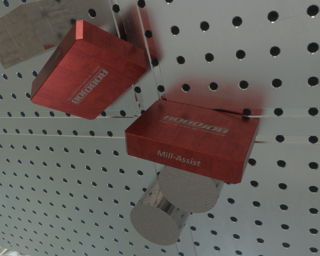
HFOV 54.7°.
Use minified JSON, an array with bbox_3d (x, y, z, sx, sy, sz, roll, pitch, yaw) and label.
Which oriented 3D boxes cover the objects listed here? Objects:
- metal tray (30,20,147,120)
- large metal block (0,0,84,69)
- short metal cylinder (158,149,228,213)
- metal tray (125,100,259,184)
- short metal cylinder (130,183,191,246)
[{"bbox_3d":[-0.090,-0.063,0.383,0.091,0.030,0.130,18,141,-37],"label":"metal tray"},{"bbox_3d":[-0.150,-0.119,0.381,0.080,0.080,0.050,-11,112,33],"label":"large metal block"},{"bbox_3d":[0.045,0.066,0.412,0.080,0.050,0.079,13,124,20],"label":"short metal cylinder"},{"bbox_3d":[0.038,0.010,0.355,0.130,0.090,0.030,13,124,21],"label":"metal tray"},{"bbox_3d":[0.002,0.132,0.476,0.080,0.050,0.079,13,124,21],"label":"short metal cylinder"}]
